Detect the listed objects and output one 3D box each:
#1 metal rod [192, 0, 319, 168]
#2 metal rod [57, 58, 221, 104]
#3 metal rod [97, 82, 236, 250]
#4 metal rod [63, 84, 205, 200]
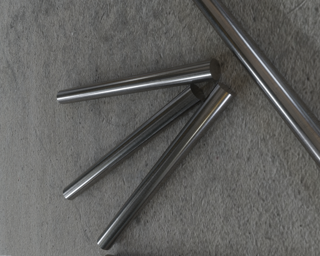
[{"bbox_3d":[0.103,-0.062,0.319,0.025,0.025,0.299,-43,64,31],"label":"metal rod"},{"bbox_3d":[-0.053,-0.060,0.446,0.300,0.025,0.025,-3,88,39],"label":"metal rod"},{"bbox_3d":[-0.005,0.066,0.406,0.025,0.025,0.298,51,119,28],"label":"metal rod"},{"bbox_3d":[-0.055,0.034,0.447,0.299,0.025,0.025,-38,67,33],"label":"metal rod"}]
